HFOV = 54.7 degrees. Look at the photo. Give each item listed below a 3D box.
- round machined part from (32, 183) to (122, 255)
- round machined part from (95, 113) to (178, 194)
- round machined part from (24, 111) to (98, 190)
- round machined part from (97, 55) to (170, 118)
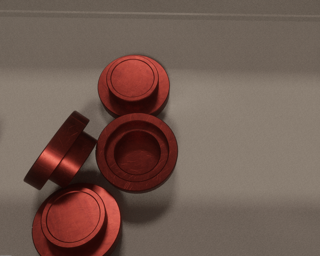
[{"bbox_3d":[-0.093,0.106,0.348,0.099,0.042,0.098,1,54,-2],"label":"round machined part"},{"bbox_3d":[-0.028,0.033,0.388,0.099,0.042,0.098,0,70,-1],"label":"round machined part"},{"bbox_3d":[-0.110,0.031,0.363,0.042,0.098,0.098,36,72,-12],"label":"round machined part"},{"bbox_3d":[-0.036,-0.059,0.422,0.099,0.042,0.098,0,70,-1],"label":"round machined part"}]
